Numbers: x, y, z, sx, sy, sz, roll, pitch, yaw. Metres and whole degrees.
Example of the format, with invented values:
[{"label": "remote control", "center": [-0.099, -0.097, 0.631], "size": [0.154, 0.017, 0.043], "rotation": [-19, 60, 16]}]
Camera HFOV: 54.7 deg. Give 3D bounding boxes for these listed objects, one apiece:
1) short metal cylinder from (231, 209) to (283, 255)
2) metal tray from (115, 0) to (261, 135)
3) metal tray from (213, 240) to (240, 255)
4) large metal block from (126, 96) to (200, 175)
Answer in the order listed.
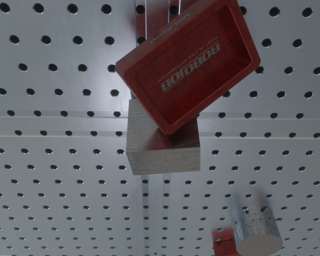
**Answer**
[{"label": "short metal cylinder", "center": [0.173, 0.191, 0.559], "size": [0.081, 0.050, 0.079], "rotation": [0, 130, 0]}, {"label": "metal tray", "center": [0.032, -0.065, 0.318], "size": [0.130, 0.030, 0.090], "rotation": [-38, 124, -2]}, {"label": "metal tray", "center": [0.170, 0.278, 0.646], "size": [0.090, 0.030, 0.130], "rotation": [-14, 129, 11]}, {"label": "large metal block", "center": [0.005, 0.008, 0.377], "size": [0.080, 0.080, 0.050], "rotation": [-4, 141, 4]}]
